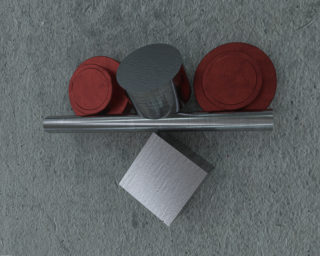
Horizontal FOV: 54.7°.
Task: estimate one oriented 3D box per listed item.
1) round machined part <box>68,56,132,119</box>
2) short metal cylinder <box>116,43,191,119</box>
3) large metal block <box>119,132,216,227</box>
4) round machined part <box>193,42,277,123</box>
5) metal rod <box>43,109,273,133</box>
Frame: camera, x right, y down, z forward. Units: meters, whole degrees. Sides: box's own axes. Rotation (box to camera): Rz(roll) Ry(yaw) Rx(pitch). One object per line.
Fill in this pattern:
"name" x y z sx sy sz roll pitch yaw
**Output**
"round machined part" -0.086 -0.052 0.431 0.098 0.042 0.097 0 90 20
"short metal cylinder" -0.006 -0.057 0.379 0.080 0.050 0.080 -10 52 13
"large metal block" 0.010 0.060 0.391 0.080 0.050 0.080 37 102 16
"round machined part" 0.088 -0.054 0.370 0.098 0.042 0.097 0 90 20
"metal rod" -0.017 -0.007 0.393 0.301 0.025 0.025 -1 90 19
